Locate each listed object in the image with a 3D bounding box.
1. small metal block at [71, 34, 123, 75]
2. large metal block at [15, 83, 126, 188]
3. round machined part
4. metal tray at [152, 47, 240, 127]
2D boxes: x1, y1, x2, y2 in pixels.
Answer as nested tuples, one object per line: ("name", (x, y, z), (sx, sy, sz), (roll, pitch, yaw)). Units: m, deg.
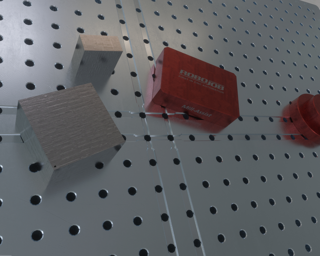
("small metal block", (-0.083, -0.094, 0.405), (0.050, 0.050, 0.025), (-8, 66, -32))
("large metal block", (-0.098, 0.005, 0.336), (0.081, 0.050, 0.080), (-22, 74, -36))
("round machined part", (0.292, -0.023, 0.569), (0.099, 0.042, 0.098), (14, 56, -21))
("metal tray", (0.057, -0.062, 0.474), (0.131, 0.030, 0.090), (17, 55, -19))
